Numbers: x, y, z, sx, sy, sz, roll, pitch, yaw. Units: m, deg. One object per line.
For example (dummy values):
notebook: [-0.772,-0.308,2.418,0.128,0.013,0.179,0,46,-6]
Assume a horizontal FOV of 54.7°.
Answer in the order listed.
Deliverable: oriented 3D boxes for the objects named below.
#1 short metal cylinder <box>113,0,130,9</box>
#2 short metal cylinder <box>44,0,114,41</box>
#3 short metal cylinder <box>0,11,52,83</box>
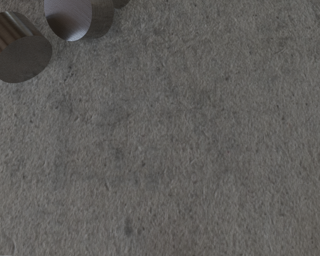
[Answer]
short metal cylinder: [-0.070,-0.228,0.461,0.050,0.080,0.080,33,73,11]
short metal cylinder: [-0.112,-0.164,0.431,0.080,0.079,0.050,35,30,11]
short metal cylinder: [-0.195,-0.107,0.416,0.080,0.080,0.050,-40,75,-13]
